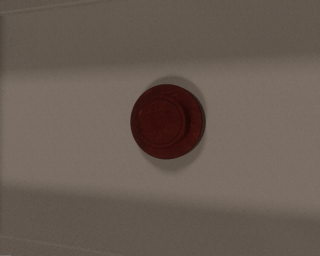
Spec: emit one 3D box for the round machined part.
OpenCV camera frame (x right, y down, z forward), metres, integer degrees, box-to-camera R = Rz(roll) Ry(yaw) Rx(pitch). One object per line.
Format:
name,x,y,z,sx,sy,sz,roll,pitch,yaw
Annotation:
round machined part,0.006,-0.008,0.399,0.098,0.042,0.097,0,90,19
